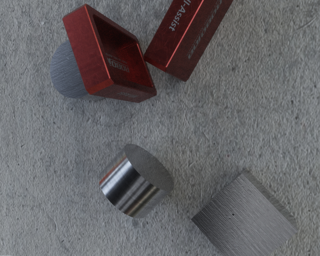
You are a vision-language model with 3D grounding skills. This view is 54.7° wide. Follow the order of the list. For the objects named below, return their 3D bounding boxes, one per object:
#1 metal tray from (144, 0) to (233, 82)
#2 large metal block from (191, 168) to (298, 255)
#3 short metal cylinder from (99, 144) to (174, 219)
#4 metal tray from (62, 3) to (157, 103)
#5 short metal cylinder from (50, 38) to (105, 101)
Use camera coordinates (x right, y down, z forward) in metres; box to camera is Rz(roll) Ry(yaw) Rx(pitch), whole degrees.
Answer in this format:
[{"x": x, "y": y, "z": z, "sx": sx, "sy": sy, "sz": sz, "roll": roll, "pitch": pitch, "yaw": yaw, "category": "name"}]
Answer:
[{"x": 0.039, "y": -0.122, "z": 0.360, "sx": 0.030, "sy": 0.090, "sz": 0.129, "roll": 33, "pitch": 101, "yaw": 17, "category": "metal tray"}, {"x": 0.098, "y": 0.106, "z": 0.361, "sx": 0.080, "sy": 0.050, "sz": 0.080, "roll": -46, "pitch": 76, "yaw": 14, "category": "large metal block"}, {"x": -0.029, "y": 0.065, "z": 0.390, "sx": 0.080, "sy": 0.080, "sz": 0.050, "roll": 46, "pitch": 104, "yaw": 14, "category": "short metal cylinder"}, {"x": -0.053, "y": -0.081, "z": 0.372, "sx": 0.030, "sy": 0.130, "sz": 0.090, "roll": -22, "pitch": 83, "yaw": 19, "category": "metal tray"}, {"x": -0.103, "y": -0.079, "z": 0.432, "sx": 0.080, "sy": 0.050, "sz": 0.079, "roll": 0, "pitch": 90, "yaw": 20, "category": "short metal cylinder"}]
